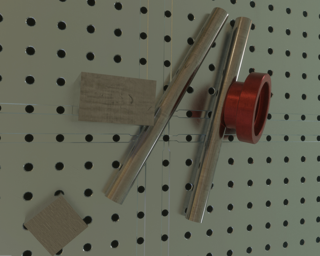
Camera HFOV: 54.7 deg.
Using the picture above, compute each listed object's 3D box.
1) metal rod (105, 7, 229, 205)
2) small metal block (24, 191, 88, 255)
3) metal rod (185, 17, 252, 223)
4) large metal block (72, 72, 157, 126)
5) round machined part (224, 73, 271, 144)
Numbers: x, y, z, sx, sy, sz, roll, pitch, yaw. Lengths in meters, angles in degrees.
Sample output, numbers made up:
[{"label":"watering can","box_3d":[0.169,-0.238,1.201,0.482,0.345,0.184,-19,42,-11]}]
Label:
[{"label":"metal rod","box_3d":[0.014,-0.037,0.418,0.025,0.025,0.300,33,79,-18]},{"label":"small metal block","box_3d":[-0.123,0.112,0.368,0.050,0.025,0.050,-39,103,-16]},{"label":"metal rod","box_3d":[0.086,-0.015,0.445,0.025,0.025,0.299,17,84,-20]},{"label":"large metal block","box_3d":[-0.057,-0.030,0.363,0.081,0.080,0.050,4,89,-20]},{"label":"round machined part","box_3d":[0.121,-0.029,0.432,0.099,0.042,0.097,-32,127,-53]}]
